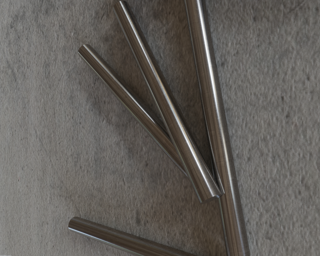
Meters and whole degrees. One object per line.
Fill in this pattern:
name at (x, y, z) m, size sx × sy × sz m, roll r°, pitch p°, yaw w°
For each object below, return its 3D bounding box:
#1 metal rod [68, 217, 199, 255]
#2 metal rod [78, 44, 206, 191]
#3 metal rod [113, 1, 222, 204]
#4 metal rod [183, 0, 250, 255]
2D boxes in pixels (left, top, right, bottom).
metal rod at (-0.027, 0.163, 0.424) m, size 0.300 × 0.025 × 0.025 m, roll 1°, pitch 91°, yaw 39°
metal rod at (-0.032, -0.028, 0.429) m, size 0.300 × 0.025 × 0.025 m, roll 47°, pitch 118°, yaw 29°
metal rod at (-0.001, -0.049, 0.388) m, size 0.025 × 0.025 × 0.299 m, roll -40°, pitch 61°, yaw 32°
metal rod at (0.063, -0.009, 0.351) m, size 0.025 × 0.025 × 0.298 m, roll -14°, pitch 81°, yaw 39°
